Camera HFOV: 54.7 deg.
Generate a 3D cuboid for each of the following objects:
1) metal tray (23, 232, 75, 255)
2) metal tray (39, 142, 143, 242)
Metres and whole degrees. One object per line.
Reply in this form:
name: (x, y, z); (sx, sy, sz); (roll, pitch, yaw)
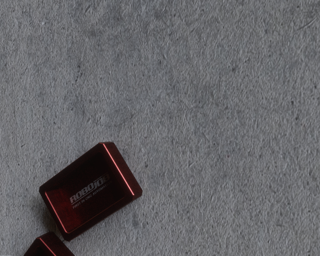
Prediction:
metal tray: (-0.179, 0.236, 0.469); (0.090, 0.030, 0.130); (41, 103, 15)
metal tray: (-0.101, 0.090, 0.441); (0.130, 0.030, 0.090); (-35, 79, 16)
